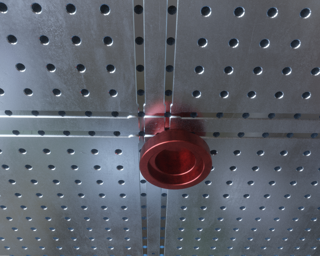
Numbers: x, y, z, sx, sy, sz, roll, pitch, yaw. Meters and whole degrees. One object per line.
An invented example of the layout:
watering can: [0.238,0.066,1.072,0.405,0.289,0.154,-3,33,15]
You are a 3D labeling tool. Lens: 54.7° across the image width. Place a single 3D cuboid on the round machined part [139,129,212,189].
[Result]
round machined part: [0.021,0.040,0.435,0.099,0.042,0.097,-1,130,0]
